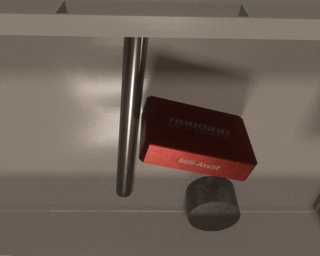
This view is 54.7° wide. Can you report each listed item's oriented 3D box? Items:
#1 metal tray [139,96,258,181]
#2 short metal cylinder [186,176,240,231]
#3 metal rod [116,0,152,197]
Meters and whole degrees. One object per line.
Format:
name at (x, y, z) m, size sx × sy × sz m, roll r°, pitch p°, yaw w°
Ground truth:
metal tray at (0.043, 0.011, 0.376) m, size 0.131 × 0.090 × 0.030 m, roll 12°, pitch 129°, yaw -11°
short metal cylinder at (0.084, 0.122, 0.498) m, size 0.081 × 0.050 × 0.079 m, roll 0°, pitch 130°, yaw 0°
metal rod at (-0.039, -0.012, 0.397) m, size 0.025 × 0.025 × 0.298 m, roll 5°, pitch 130°, yaw -5°
